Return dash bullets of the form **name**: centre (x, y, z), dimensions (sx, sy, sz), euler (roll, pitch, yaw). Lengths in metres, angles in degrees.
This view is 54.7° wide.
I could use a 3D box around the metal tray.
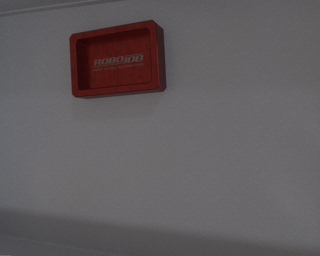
- **metal tray**: centre (-0.059, -0.091, 0.427), dimensions (0.130, 0.030, 0.089), euler (-3, 89, 19)
